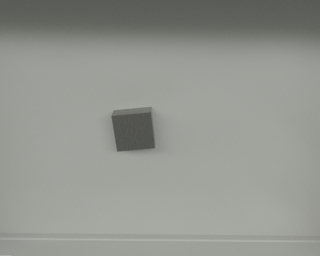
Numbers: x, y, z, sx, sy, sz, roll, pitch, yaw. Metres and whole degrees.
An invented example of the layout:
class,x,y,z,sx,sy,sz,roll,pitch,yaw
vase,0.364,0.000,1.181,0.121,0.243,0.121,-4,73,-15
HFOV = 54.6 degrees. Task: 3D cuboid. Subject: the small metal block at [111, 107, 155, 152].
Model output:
class,x,y,z,sx,sy,sz,roll,pitch,yaw
small metal block,-0.034,0.001,0.411,0.050,0.025,0.050,-5,110,2
